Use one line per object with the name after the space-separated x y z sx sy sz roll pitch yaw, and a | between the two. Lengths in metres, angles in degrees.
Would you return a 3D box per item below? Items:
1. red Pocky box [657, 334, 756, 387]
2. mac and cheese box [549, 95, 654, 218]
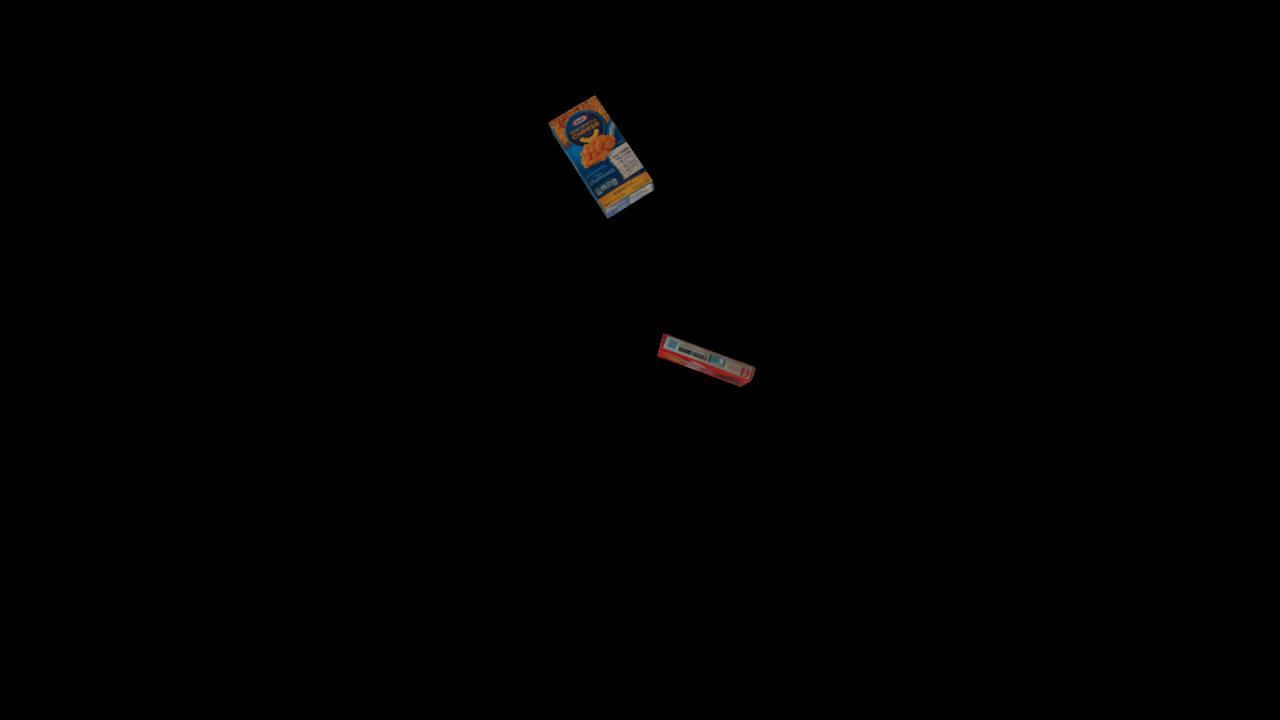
0.104 0.003 0.997 0.155 0.028 0.083 20 -8 3 | red Pocky box
-0.063 -0.329 0.995 0.093 0.184 0.041 -32 -12 -1 | mac and cheese box
